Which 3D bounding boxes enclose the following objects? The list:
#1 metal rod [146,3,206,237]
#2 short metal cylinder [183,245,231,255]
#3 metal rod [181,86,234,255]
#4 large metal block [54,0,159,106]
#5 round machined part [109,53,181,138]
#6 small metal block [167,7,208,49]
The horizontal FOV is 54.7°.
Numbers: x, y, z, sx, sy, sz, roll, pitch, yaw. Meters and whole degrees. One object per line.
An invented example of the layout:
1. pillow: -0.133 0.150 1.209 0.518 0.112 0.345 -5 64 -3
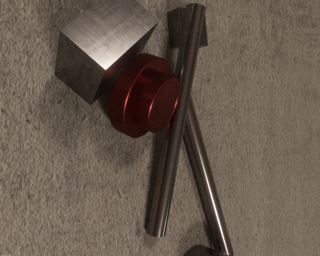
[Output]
1. metal rod: 0.021 -0.009 0.401 0.025 0.025 0.298 10 91 -40
2. short metal cylinder: 0.069 0.218 0.450 0.081 0.050 0.079 0 90 -40
3. metal rod: 0.064 0.064 0.460 0.025 0.025 0.298 -28 108 -37
4. large metal block: -0.056 -0.080 0.314 0.050 0.080 0.080 41 62 -4
5. round machined part: -0.011 -0.033 0.357 0.098 0.042 0.097 -47 151 -37
6. small metal block: 0.040 -0.140 0.440 0.050 0.025 0.050 -11 97 -40
